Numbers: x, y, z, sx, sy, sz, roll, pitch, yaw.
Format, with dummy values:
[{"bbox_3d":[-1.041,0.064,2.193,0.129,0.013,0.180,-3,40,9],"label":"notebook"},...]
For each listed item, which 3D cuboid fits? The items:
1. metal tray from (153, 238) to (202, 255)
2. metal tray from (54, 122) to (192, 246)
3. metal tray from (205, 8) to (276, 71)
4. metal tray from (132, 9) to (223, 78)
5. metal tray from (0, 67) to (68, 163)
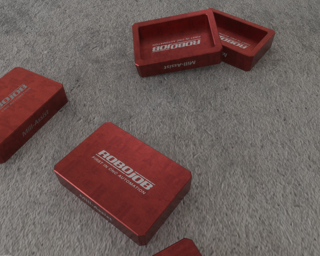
[{"bbox_3d":[0.019,0.171,0.256,0.091,0.030,0.130,-23,54,-18],"label":"metal tray"},{"bbox_3d":[-0.041,0.057,0.352,0.130,0.030,0.090,30,56,23],"label":"metal tray"},{"bbox_3d":[0.116,-0.155,0.530,0.130,0.030,0.090,30,56,23],"label":"metal tray"},{"bbox_3d":[0.025,-0.134,0.486,0.131,0.030,0.090,-9,61,5],"label":"metal tray"},{"bbox_3d":[-0.202,-0.023,0.418,0.090,0.030,0.130,22,53,18],"label":"metal tray"}]
